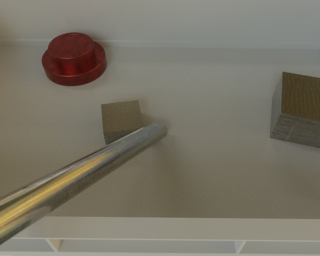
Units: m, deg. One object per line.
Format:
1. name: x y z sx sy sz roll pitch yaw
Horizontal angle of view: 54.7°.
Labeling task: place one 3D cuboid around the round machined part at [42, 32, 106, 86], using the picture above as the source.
1. round machined part: -0.136 -0.114 0.488 0.099 0.042 0.098 0 50 0

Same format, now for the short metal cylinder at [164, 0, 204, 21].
1. short metal cylinder: 0.047 -0.254 0.605 0.081 0.050 0.080 0 50 0

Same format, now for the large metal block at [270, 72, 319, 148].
1. large metal block: 0.196 -0.024 0.411 0.080 0.050 0.080 12 51 9

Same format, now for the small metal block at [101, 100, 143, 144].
1. small metal block: -0.050 -0.008 0.411 0.050 0.025 0.050 -8 51 -7

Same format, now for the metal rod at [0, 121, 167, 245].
1. metal rod: -0.059 0.035 0.270 0.025 0.025 0.301 22 19 17
